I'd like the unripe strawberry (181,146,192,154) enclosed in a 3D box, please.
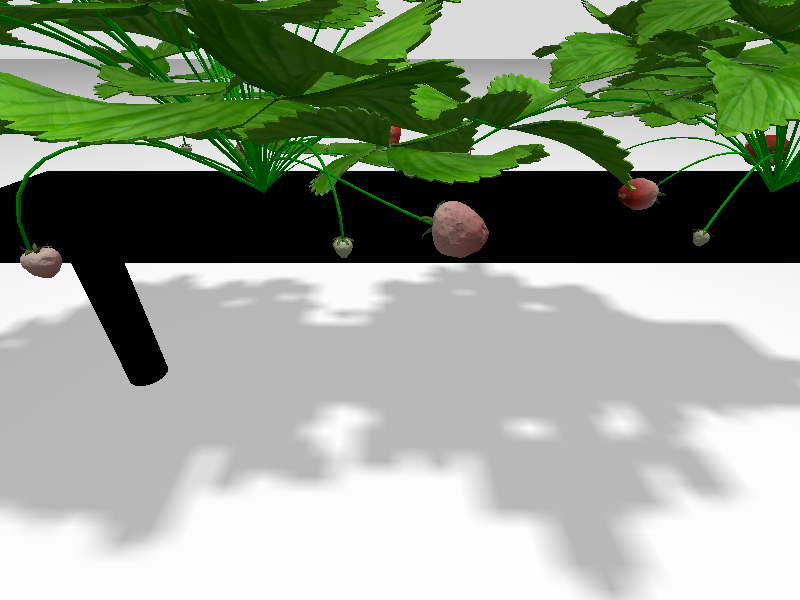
[{"bbox_3d":[-0.233,-0.164,0.438,0.010,0.010,0.011,27,41,35],"label":"unripe strawberry"}]

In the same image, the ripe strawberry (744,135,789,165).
[{"bbox_3d":[0.383,-0.157,0.419,0.036,0.031,0.036,18,36,26],"label":"ripe strawberry"}]

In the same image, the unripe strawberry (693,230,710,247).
[{"bbox_3d":[0.193,-0.039,0.257,0.010,0.010,0.009,6,20,-46],"label":"unripe strawberry"}]

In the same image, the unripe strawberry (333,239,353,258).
[{"bbox_3d":[-0.032,-0.029,0.226,0.011,0.011,0.011,-18,37,-26],"label":"unripe strawberry"}]

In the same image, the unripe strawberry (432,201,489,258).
[{"bbox_3d":[0.035,-0.040,0.235,0.033,0.034,0.030,25,40,32],"label":"unripe strawberry"}]

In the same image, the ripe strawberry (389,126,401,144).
[{"bbox_3d":[-0.015,-0.201,0.482,0.041,0.043,0.044,19,37,27],"label":"ripe strawberry"}]

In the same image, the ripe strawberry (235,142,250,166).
[{"bbox_3d":[-0.166,-0.158,0.430,0.024,0.025,0.026,-14,35,-21],"label":"ripe strawberry"}]

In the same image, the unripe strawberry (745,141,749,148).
[{"bbox_3d":[0.423,-0.184,0.480,0.016,0.016,0.017,18,-20,26],"label":"unripe strawberry"}]

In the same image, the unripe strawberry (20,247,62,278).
[{"bbox_3d":[-0.197,-0.020,0.221,0.015,0.016,0.017,15,36,22],"label":"unripe strawberry"}]

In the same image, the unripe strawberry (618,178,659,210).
[{"bbox_3d":[0.181,-0.081,0.308,0.025,0.024,0.027,-12,34,-14],"label":"unripe strawberry"}]
